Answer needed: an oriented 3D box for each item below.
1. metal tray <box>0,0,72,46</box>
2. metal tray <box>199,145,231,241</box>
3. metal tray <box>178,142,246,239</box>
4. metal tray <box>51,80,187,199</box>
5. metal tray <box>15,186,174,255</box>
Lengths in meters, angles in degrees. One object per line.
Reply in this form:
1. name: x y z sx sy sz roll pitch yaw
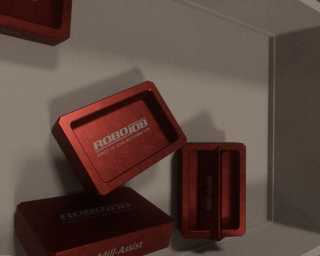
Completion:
1. metal tray: -0.147 -0.135 0.280 0.131 0.030 0.089 5 87 -40
2. metal tray: 0.091 0.090 0.463 0.090 0.030 0.129 3 88 -59
3. metal tray: 0.073 0.085 0.438 0.091 0.030 0.129 0 90 -7
4. metal tray: -0.041 0.008 0.351 0.131 0.030 0.090 -29 87 -37
5. metal tray: -0.063 0.097 0.309 0.131 0.090 0.030 0 106 -40
